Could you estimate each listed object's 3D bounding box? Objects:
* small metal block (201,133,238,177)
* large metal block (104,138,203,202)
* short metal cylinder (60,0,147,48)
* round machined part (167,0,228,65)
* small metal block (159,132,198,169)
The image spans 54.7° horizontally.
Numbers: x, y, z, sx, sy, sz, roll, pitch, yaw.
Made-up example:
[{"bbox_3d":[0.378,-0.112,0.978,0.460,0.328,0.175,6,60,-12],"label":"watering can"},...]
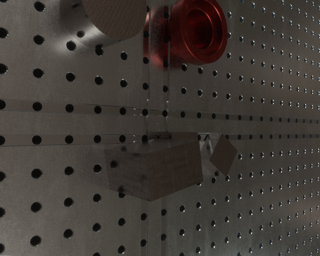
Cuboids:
[{"bbox_3d":[0.091,0.042,0.489,0.050,0.025,0.050,44,64,-32],"label":"small metal block"},{"bbox_3d":[-0.008,0.044,0.369,0.081,0.080,0.050,-11,97,-40],"label":"large metal block"},{"bbox_3d":[-0.062,-0.133,0.342,0.081,0.050,0.079,-1,91,-40],"label":"short metal cylinder"},{"bbox_3d":[0.049,-0.138,0.441,0.099,0.042,0.097,0,90,-40],"label":"round machined part"},{"bbox_3d":[0.026,0.030,0.434,0.050,0.025,0.050,1,90,-40],"label":"small metal block"}]
